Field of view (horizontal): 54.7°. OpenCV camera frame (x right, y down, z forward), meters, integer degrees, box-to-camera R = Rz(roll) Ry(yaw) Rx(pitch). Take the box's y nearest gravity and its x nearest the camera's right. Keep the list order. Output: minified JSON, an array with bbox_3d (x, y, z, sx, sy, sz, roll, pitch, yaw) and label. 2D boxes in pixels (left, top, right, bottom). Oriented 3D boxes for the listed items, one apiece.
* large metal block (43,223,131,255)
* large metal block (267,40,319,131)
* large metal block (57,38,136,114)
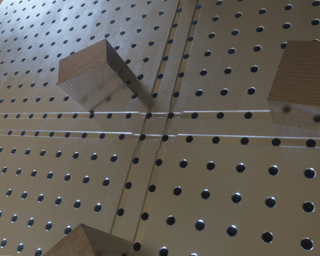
[{"bbox_3d":[-0.079,0.153,0.319,0.080,0.080,0.050,-41,51,0],"label":"large metal block"},{"bbox_3d":[0.170,-0.044,0.330,0.080,0.050,0.080,12,68,33],"label":"large metal block"},{"bbox_3d":[-0.093,-0.075,0.466,0.080,0.080,0.050,-20,54,16],"label":"large metal block"}]
